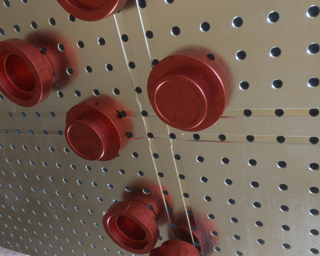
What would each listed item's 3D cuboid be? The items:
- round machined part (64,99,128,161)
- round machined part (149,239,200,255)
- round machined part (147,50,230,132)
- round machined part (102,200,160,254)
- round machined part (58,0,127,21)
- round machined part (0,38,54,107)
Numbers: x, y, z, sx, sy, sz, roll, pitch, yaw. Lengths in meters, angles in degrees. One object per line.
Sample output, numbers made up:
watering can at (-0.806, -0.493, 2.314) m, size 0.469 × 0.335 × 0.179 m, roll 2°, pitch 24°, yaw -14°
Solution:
round machined part at (-0.101, 0.009, 0.460) m, size 0.098 × 0.042 × 0.097 m, roll 13°, pitch 124°, yaw 21°
round machined part at (0.030, 0.223, 0.514) m, size 0.098 × 0.042 × 0.097 m, roll 8°, pitch 129°, yaw 10°
round machined part at (0.028, -0.037, 0.363) m, size 0.098 × 0.042 × 0.097 m, roll 13°, pitch 124°, yaw 21°
round machined part at (-0.044, 0.162, 0.524) m, size 0.098 × 0.042 × 0.097 m, roll 14°, pitch 124°, yaw 21°
round machined part at (-0.072, -0.170, 0.334) m, size 0.098 × 0.042 × 0.097 m, roll 13°, pitch 124°, yaw 21°
round machined part at (-0.197, -0.083, 0.454) m, size 0.098 × 0.042 × 0.097 m, roll 13°, pitch 124°, yaw 21°
